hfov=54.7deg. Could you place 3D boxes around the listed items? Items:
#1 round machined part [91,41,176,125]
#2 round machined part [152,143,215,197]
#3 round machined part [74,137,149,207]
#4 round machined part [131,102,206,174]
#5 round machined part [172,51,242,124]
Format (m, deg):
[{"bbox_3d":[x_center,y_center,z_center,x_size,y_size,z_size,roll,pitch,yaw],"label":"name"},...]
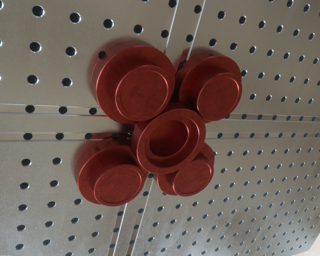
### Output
[{"bbox_3d":[-0.025,-0.046,0.358,0.099,0.042,0.097,-14,125,-21],"label":"round machined part"},{"bbox_3d":[0.041,0.063,0.463,0.099,0.042,0.097,-14,125,-21],"label":"round machined part"},{"bbox_3d":[-0.059,0.065,0.410,0.099,0.042,0.097,-14,125,-21],"label":"round machined part"},{"bbox_3d":[0.008,0.009,0.410,0.099,0.042,0.097,-14,125,-21],"label":"round machined part"},{"bbox_3d":[0.068,-0.048,0.409,0.099,0.042,0.097,-14,125,-21],"label":"round machined part"}]
